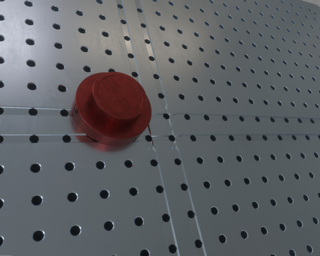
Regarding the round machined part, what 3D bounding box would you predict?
[{"bbox_3d":[-0.055,-0.031,0.386,0.099,0.042,0.098,13,56,-21],"label":"round machined part"}]
